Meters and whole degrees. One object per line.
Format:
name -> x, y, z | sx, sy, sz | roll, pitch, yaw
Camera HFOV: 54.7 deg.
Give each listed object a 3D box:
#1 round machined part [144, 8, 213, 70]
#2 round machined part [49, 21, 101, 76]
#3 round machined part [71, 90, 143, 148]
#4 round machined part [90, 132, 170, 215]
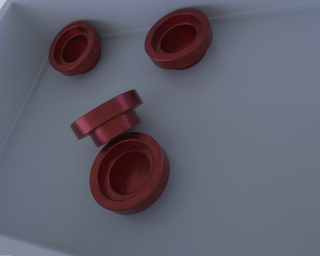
round machined part -> 0.030, -0.124, 0.455 | 0.098, 0.042, 0.098 | -13, 56, 21
round machined part -> -0.144, -0.135, 0.547 | 0.098, 0.042, 0.098 | -9, 67, 24
round machined part -> -0.064, -0.009, 0.411 | 0.098, 0.098, 0.042 | -30, 93, 9
round machined part -> -0.033, 0.057, 0.377 | 0.098, 0.042, 0.098 | -13, 56, 21
